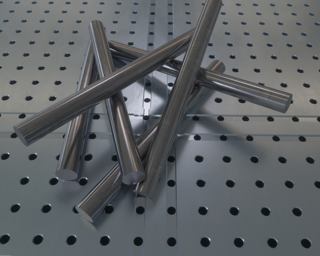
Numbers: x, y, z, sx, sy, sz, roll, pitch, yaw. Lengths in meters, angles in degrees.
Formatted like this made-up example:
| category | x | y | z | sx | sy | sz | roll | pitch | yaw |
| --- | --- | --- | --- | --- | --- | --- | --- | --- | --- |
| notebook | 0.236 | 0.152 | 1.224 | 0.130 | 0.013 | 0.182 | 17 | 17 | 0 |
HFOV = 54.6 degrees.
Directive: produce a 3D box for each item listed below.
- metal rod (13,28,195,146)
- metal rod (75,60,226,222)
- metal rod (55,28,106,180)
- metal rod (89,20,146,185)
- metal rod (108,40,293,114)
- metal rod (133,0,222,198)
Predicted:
| category | x | y | z | sx | sy | sz | roll | pitch | yaw |
| --- | --- | --- | --- | --- | --- | --- | --- | --- | --- |
| metal rod | -0.041 | -0.068 | 0.399 | 0.025 | 0.025 | 0.302 | 36 | 54 | 26 |
| metal rod | 0.006 | -0.002 | 0.409 | 0.025 | 0.025 | 0.301 | 28 | 55 | 22 |
| metal rod | -0.109 | -0.060 | 0.457 | 0.025 | 0.025 | 0.300 | 0 | 50 | 0 |
| metal rod | -0.067 | -0.057 | 0.422 | 0.025 | 0.025 | 0.300 | -12 | 51 | -10 |
| metal rod | 0.035 | -0.082 | 0.447 | 0.300 | 0.025 | 0.025 | 24 | 54 | 30 |
| metal rod | 0.031 | -0.056 | 0.403 | 0.025 | 0.025 | 0.300 | 16 | 68 | 13 |
